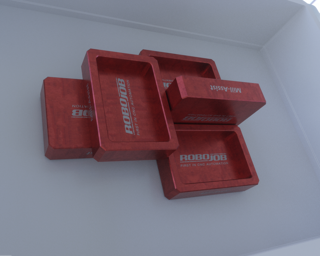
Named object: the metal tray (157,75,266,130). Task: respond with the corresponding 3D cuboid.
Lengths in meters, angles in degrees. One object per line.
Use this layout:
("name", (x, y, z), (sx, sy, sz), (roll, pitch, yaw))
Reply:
("metal tray", (0.062, -0.026, 0.412), (0.131, 0.090, 0.030), (1, 62, -28))

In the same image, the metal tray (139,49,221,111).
("metal tray", (0.033, -0.065, 0.460), (0.131, 0.030, 0.090), (1, 61, -28))

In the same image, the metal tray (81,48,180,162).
("metal tray", (-0.037, -0.028, 0.359), (0.091, 0.030, 0.130), (1, 61, -28))

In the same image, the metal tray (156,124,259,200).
("metal tray", (0.061, 0.041, 0.409), (0.131, 0.030, 0.090), (1, 62, -28))

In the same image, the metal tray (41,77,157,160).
("metal tray", (-0.069, -0.012, 0.369), (0.131, 0.030, 0.090), (0, 62, -29))
